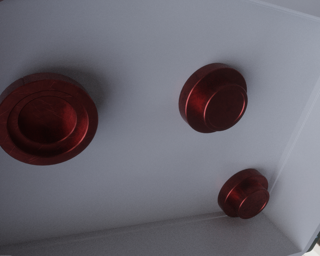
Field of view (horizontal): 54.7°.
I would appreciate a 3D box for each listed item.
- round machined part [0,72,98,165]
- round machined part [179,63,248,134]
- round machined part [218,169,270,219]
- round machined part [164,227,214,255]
[{"bbox_3d":[-0.119,-0.012,0.325,0.099,0.042,0.097,-14,124,-21],"label":"round machined part"},{"bbox_3d":[0.078,-0.034,0.419,0.099,0.042,0.097,-14,124,-21],"label":"round machined part"},{"bbox_3d":[0.158,0.126,0.561,0.099,0.042,0.097,-14,124,-21],"label":"round machined part"},{"bbox_3d":[0.060,0.237,0.580,0.099,0.042,0.097,-14,124,-21],"label":"round machined part"}]
